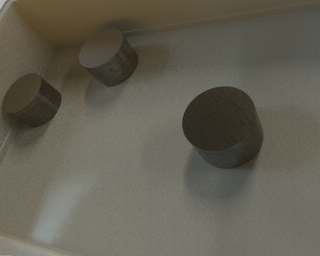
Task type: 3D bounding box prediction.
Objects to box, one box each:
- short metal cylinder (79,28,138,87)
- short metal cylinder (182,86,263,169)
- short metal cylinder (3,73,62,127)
[{"bbox_3d":[-0.083,-0.114,0.504,0.080,0.050,0.080,-13,56,21],"label":"short metal cylinder"},{"bbox_3d":[0.072,0.000,0.352,0.080,0.050,0.080,-13,56,21],"label":"short metal cylinder"},{"bbox_3d":[-0.219,-0.048,0.535,0.080,0.050,0.080,-13,56,21],"label":"short metal cylinder"}]
